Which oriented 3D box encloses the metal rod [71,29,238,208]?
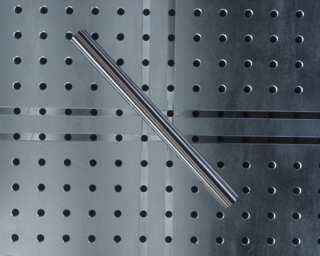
[{"bbox_3d":[-0.007,-0.012,0.414,0.025,0.025,0.300,-43,90,0],"label":"metal rod"}]
